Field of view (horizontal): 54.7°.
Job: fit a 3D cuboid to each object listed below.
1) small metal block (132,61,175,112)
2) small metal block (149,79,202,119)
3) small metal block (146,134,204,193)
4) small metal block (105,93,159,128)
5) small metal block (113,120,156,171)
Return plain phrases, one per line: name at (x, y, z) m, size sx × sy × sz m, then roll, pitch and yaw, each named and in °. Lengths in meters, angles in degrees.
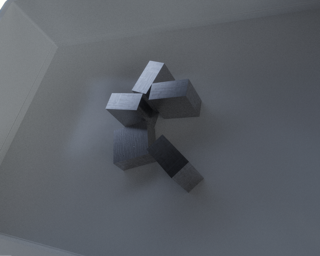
small metal block at (-0.005, -0.056, 0.427) m, size 0.025 × 0.050 × 0.050 m, roll 18°, pitch 71°, yaw 35°
small metal block at (0.021, -0.036, 0.401) m, size 0.050 × 0.050 × 0.025 m, roll -3°, pitch 61°, yaw 26°
small metal block at (0.018, 0.041, 0.355) m, size 0.025 × 0.050 × 0.050 m, roll -43°, pitch 51°, yaw -1°
small metal block at (-0.037, -0.023, 0.423) m, size 0.050 × 0.050 × 0.025 m, roll 4°, pitch 64°, yaw 30°
small metal block at (-0.033, 0.023, 0.409) m, size 0.050 × 0.025 × 0.050 m, roll -17°, pitch 55°, yaw 18°
